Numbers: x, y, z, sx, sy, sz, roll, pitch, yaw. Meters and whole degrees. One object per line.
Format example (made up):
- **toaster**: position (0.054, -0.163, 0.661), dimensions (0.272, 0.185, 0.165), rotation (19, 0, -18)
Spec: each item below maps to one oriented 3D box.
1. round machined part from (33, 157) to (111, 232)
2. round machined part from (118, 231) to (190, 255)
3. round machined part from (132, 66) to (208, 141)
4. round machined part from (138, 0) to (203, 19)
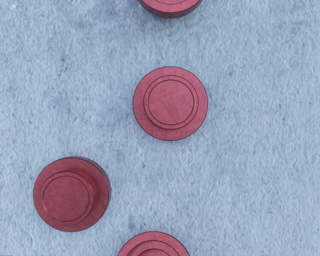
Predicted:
- **round machined part**: position (-0.115, 0.087, 0.400), dimensions (0.099, 0.042, 0.097), rotation (0, 90, -1)
- **round machined part**: position (-0.006, 0.182, 0.391), dimensions (0.099, 0.042, 0.098), rotation (-2, 69, 5)
- **round machined part**: position (0.013, -0.032, 0.402), dimensions (0.099, 0.042, 0.097), rotation (0, 90, -1)
- **round machined part**: position (0.013, -0.190, 0.402), dimensions (0.099, 0.042, 0.097), rotation (0, 90, -1)
